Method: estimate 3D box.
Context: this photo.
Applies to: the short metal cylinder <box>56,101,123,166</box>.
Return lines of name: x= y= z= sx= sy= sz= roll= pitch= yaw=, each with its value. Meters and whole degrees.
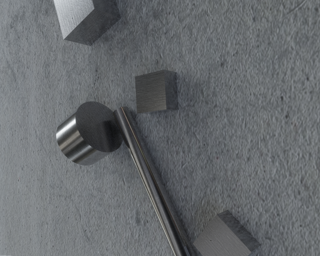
short metal cylinder: x=-0.101 y=0.008 z=0.450 sx=0.050 sy=0.081 sz=0.080 roll=-32 pitch=70 yaw=35

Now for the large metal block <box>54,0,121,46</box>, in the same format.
large metal block: x=-0.115 y=-0.188 z=0.481 sx=0.080 sy=0.050 sz=0.080 roll=-28 pitch=73 yaw=36

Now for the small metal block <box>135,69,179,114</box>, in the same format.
small metal block: x=-0.005 y=-0.046 z=0.407 sx=0.050 sy=0.025 sz=0.050 roll=-6 pitch=87 yaw=39

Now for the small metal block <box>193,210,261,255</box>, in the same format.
small metal block: x=0.073 y=0.129 z=0.344 sx=0.050 sy=0.025 sz=0.050 roll=46 pitch=117 yaw=30

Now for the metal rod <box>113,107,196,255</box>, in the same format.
metal rod: x=0.005 y=0.103 z=0.399 sx=0.025 sy=0.025 sz=0.299 roll=-39 pitch=66 yaw=33
